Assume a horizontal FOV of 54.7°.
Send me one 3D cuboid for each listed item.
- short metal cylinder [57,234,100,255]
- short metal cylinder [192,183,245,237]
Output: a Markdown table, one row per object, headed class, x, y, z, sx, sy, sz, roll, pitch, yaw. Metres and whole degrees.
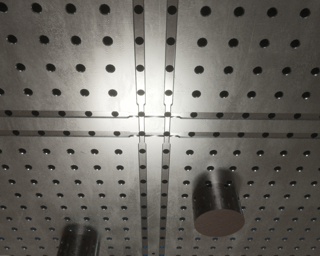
| class | x | y | z | sx | sy | sz | roll | pitch | yaw |
| --- | --- | --- | --- | --- | --- | --- | --- | --- | --- |
| short metal cylinder | -0.161 | 0.252 | 0.608 | 0.081 | 0.050 | 0.079 | 0 | 130 | 0 |
| short metal cylinder | 0.095 | 0.137 | 0.514 | 0.081 | 0.050 | 0.079 | 0 | 130 | 0 |
